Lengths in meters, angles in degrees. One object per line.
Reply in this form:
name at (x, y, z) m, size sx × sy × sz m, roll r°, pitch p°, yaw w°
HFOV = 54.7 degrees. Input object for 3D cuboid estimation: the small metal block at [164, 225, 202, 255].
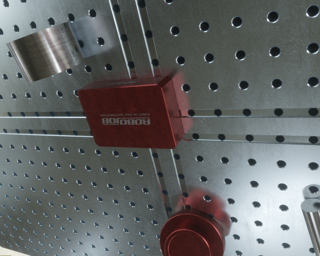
small metal block at (0.038, 0.195, 0.512) m, size 0.050 × 0.025 × 0.050 m, roll 20°, pitch 126°, yaw 16°

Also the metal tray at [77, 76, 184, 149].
metal tray at (-0.040, -0.019, 0.418) m, size 0.130 × 0.030 × 0.089 m, roll 0°, pitch 119°, yaw 28°

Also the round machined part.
round machined part at (0.045, 0.175, 0.462) m, size 0.098 × 0.042 × 0.097 m, roll 2°, pitch 97°, yaw 19°

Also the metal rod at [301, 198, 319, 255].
metal rod at (0.241, 0.221, 0.420) m, size 0.025 × 0.025 × 0.299 m, roll -11°, pitch 113°, yaw 33°

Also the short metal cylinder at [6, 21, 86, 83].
short metal cylinder at (-0.142, -0.096, 0.391) m, size 0.080 × 0.080 × 0.050 m, roll -7°, pitch 115°, yaw 31°
